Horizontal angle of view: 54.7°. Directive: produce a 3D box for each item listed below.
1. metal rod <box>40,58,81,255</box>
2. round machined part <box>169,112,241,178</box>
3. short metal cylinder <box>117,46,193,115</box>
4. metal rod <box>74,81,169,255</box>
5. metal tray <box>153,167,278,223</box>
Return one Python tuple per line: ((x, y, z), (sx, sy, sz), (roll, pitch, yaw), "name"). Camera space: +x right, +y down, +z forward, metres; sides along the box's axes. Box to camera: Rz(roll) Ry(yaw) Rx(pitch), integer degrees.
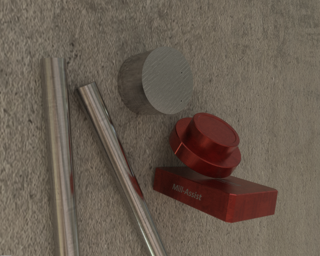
((-0.099, 0.080, 0.321), (0.025, 0.025, 0.298), (-6, 94, -40), "metal rod")
((0.065, 0.016, 0.410), (0.099, 0.098, 0.042), (-2, 132, -40), "round machined part")
((-0.005, -0.056, 0.384), (0.081, 0.050, 0.080), (0, 90, -40), "short metal cylinder")
((-0.031, 0.088, 0.378), (0.025, 0.025, 0.298), (-33, 110, -35), "metal rod")
((0.065, 0.077, 0.389), (0.091, 0.130, 0.030), (6, 93, -40), "metal tray")
